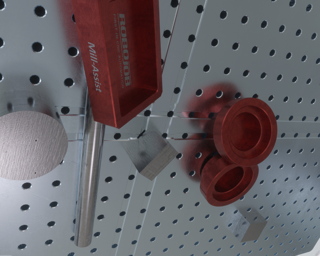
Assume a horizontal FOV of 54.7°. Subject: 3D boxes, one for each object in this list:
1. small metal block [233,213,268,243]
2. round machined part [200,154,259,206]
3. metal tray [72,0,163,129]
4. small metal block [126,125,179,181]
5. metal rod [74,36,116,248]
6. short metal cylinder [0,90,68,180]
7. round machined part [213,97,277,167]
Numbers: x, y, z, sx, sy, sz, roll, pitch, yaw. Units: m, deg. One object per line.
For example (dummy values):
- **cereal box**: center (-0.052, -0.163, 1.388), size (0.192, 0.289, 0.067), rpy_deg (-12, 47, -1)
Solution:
- **small metal block**: center (0.186, 0.206, 0.640), size (0.050, 0.025, 0.050), rpy_deg (5, 116, -31)
- **round machined part**: center (0.107, 0.077, 0.503), size (0.099, 0.042, 0.097), rpy_deg (-15, 129, -20)
- **metal tray**: center (-0.035, -0.076, 0.312), size (0.090, 0.030, 0.129), rpy_deg (-43, 140, -45)
- **small metal block**: center (-0.011, 0.032, 0.409), size (0.050, 0.050, 0.025), rpy_deg (-46, 129, 4)
- **metal rod**: center (-0.085, 0.033, 0.385), size (0.025, 0.025, 0.298), rpy_deg (-3, 120, -27)
- **short metal cylinder**: center (-0.142, 0.007, 0.322), size (0.081, 0.050, 0.079), rpy_deg (-14, 124, -21)
- **round machined part**: center (0.119, 0.005, 0.452), size (0.099, 0.042, 0.097), rpy_deg (-2, 95, -24)
